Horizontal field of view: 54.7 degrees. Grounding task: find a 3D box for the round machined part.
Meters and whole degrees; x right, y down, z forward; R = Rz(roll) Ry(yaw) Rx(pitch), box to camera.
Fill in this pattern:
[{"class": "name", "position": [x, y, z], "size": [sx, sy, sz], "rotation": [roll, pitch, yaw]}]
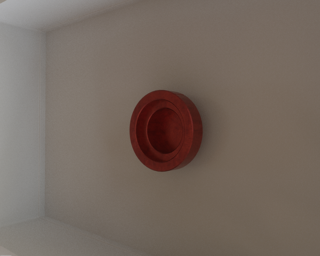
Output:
[{"class": "round machined part", "position": [0.012, 0.003, 0.384], "size": [0.098, 0.042, 0.097], "rotation": [0, 90, 39]}]
